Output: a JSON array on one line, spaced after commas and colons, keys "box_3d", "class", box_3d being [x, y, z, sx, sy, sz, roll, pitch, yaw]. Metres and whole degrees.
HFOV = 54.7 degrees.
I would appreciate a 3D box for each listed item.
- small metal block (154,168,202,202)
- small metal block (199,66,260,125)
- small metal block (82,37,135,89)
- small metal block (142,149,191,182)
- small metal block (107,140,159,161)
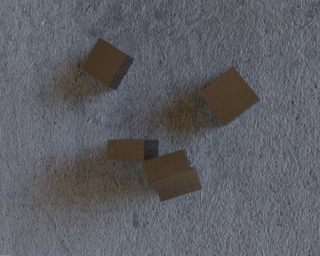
[{"box_3d": [0.020, 0.068, 0.380, 0.050, 0.050, 0.025, -16, 85, -4], "class": "small metal block"}, {"box_3d": [0.086, -0.038, 0.379, 0.050, 0.025, 0.050, -39, 78, 16], "class": "small metal block"}, {"box_3d": [-0.073, -0.090, 0.435, 0.050, 0.025, 0.050, 36, 101, 16], "class": "small metal block"}, {"box_3d": [0.010, 0.045, 0.381, 0.050, 0.050, 0.025, -17, 84, 6], "class": "small metal block"}, {"box_3d": [-0.034, 0.028, 0.408, 0.050, 0.050, 0.025, 1, 90, 20], "class": "small metal block"}]
